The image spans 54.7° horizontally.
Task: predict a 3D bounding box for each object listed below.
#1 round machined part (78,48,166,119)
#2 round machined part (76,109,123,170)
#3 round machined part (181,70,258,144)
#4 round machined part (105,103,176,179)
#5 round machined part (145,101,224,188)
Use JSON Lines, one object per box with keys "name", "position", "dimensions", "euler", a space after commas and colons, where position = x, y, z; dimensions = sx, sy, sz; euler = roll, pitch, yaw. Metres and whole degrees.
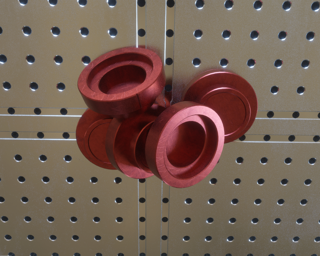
{"name": "round machined part", "position": [-0.041, -0.049, 0.361], "dimensions": [0.099, 0.098, 0.042], "euler": [-12, 135, 4]}
{"name": "round machined part", "position": [-0.062, 0.012, 0.408], "dimensions": [0.099, 0.042, 0.097], "euler": [0, 110, -1]}
{"name": "round machined part", "position": [0.077, -0.023, 0.397], "dimensions": [0.099, 0.042, 0.097], "euler": [0, 110, -1]}
{"name": "round machined part", "position": [-0.014, 0.018, 0.385], "dimensions": [0.099, 0.042, 0.097], "euler": [-12, 110, -36]}
{"name": "round machined part", "position": [0.024, 0.016, 0.359], "dimensions": [0.099, 0.042, 0.097], "euler": [-12, 112, -31]}
